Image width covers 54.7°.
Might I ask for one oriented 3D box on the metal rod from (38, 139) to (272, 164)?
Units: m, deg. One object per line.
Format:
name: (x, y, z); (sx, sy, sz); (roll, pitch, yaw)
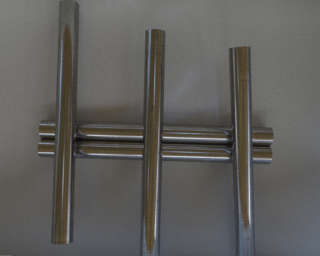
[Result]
metal rod: (-0.006, 0.031, 0.410); (0.302, 0.025, 0.025); (2, 90, -1)

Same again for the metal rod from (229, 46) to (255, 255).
metal rod: (0.104, 0.052, 0.389); (0.025, 0.025, 0.298); (-4, 98, 0)

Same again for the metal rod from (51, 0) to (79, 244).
metal rod: (-0.117, -0.014, 0.385); (0.025, 0.025, 0.298); (-1, 82, -1)

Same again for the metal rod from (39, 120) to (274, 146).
metal rod: (-0.004, 0.007, 0.410); (0.302, 0.025, 0.025); (2, 90, -1)

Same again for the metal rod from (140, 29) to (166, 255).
metal rod: (-0.009, 0.030, 0.385); (0.025, 0.025, 0.298); (1, 90, -1)
